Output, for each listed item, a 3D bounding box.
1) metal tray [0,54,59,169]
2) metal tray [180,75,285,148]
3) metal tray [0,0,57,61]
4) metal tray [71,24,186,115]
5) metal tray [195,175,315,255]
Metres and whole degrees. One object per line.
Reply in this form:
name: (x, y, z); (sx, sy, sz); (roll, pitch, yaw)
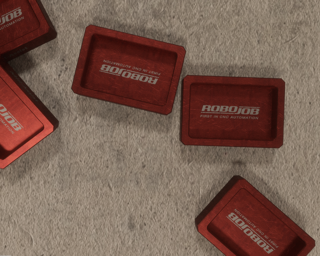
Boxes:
metal tray: (-0.205, -0.025, 0.387); (0.090, 0.030, 0.130); (-37, 104, 2)
metal tray: (0.093, -0.021, 0.408); (0.131, 0.030, 0.089); (2, 90, -1)
metal tray: (-0.215, -0.135, 0.404); (0.131, 0.030, 0.090); (-27, 90, -1)
metal tray: (-0.040, -0.074, 0.406); (0.131, 0.030, 0.089); (13, 90, -1)
metal tray: (0.123, 0.138, 0.409); (0.130, 0.030, 0.090); (41, 90, -1)
